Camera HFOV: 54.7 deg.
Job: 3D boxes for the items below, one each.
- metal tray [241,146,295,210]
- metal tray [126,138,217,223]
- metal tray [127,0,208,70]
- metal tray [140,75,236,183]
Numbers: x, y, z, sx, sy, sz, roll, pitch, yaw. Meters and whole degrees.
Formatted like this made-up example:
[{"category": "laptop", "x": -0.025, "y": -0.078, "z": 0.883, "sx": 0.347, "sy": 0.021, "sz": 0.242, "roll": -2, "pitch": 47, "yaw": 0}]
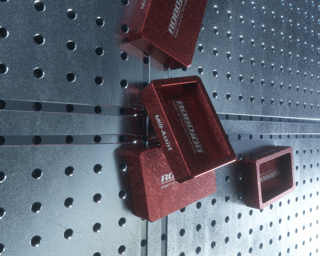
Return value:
[{"category": "metal tray", "x": 0.207, "y": 0.089, "z": 0.583, "sx": 0.131, "sy": 0.030, "sz": 0.089, "roll": -11, "pitch": 97, "yaw": -40}, {"category": "metal tray", "x": 0.021, "y": 0.062, "z": 0.426, "sx": 0.131, "sy": 0.030, "sz": 0.089, "roll": -13, "pitch": 99, "yaw": -39}, {"category": "metal tray", "x": 0.016, "y": -0.157, "z": 0.421, "sx": 0.090, "sy": 0.030, "sz": 0.130, "roll": 25, "pitch": 74, "yaw": -38}, {"category": "metal tray", "x": 0.038, "y": -0.003, "z": 0.408, "sx": 0.091, "sy": 0.030, "sz": 0.129, "roll": -14, "pitch": 77, "yaw": -40}]
